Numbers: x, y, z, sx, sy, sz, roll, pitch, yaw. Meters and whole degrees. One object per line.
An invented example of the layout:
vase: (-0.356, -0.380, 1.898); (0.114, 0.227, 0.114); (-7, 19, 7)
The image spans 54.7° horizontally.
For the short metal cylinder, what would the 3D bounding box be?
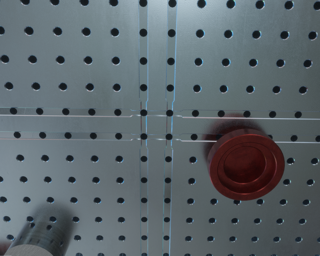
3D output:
short metal cylinder: (-0.186, 0.191, 0.469); (0.081, 0.050, 0.079); (0, 110, 0)

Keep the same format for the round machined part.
round machined part: (0.113, 0.046, 0.422); (0.099, 0.042, 0.097); (0, 110, 0)
